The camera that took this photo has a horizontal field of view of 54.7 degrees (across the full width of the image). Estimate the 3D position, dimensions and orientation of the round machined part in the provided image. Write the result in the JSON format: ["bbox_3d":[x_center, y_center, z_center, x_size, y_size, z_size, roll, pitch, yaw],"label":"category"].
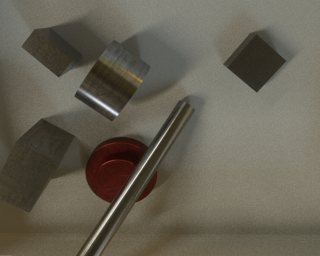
[{"bbox_3d":[-0.053,0.065,0.426,0.099,0.042,0.097,0,110,-1],"label":"round machined part"}]

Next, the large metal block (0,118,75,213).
[{"bbox_3d":[-0.159,0.045,0.396,0.050,0.080,0.080,30,107,-11],"label":"large metal block"}]

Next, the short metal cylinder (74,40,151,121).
[{"bbox_3d":[-0.055,-0.055,0.361,0.050,0.080,0.080,35,106,-12],"label":"short metal cylinder"}]

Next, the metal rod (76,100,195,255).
[{"bbox_3d":[-0.047,0.094,0.381,0.025,0.025,0.300,36,81,-12],"label":"metal rod"}]

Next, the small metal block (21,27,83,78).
[{"bbox_3d":[-0.124,-0.090,0.363,0.050,0.050,0.025,41,105,-14],"label":"small metal block"}]

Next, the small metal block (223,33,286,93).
[{"bbox_3d":[0.116,-0.081,0.383,0.050,0.025,0.050,37,106,-13],"label":"small metal block"}]
